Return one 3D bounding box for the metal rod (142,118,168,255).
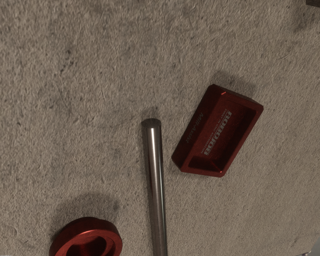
[{"bbox_3d":[-0.004,0.118,0.479,0.025,0.025,0.298,-16,125,-20],"label":"metal rod"}]

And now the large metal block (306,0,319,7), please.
[{"bbox_3d":[0.236,-0.208,0.394,0.080,0.050,0.080,-30,129,-10],"label":"large metal block"}]

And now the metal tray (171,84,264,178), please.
[{"bbox_3d":[0.085,0.009,0.457,0.091,0.030,0.129,14,111,-34],"label":"metal tray"}]

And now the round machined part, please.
[{"bbox_3d":[-0.107,0.166,0.442,0.099,0.042,0.097,-14,125,-21],"label":"round machined part"}]
